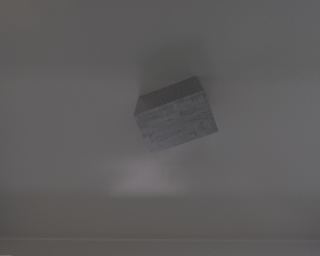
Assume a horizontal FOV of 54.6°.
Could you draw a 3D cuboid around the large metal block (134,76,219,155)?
[{"bbox_3d":[0.018,-0.019,0.375,0.080,0.080,0.050,-19,109,7],"label":"large metal block"}]
